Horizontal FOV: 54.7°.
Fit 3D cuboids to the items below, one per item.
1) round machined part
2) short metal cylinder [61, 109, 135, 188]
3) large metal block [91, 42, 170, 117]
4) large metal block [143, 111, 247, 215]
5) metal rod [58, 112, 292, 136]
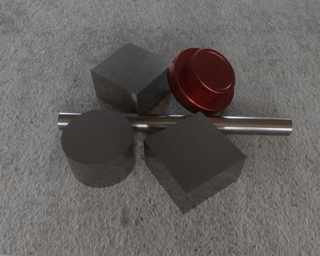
[{"bbox_3d":[0.063,-0.068,0.421,0.099,0.042,0.098,12,63,-25],"label":"round machined part"},{"bbox_3d":[-0.070,0.024,0.367,0.081,0.050,0.080,0,50,0],"label":"short metal cylinder"},{"bbox_3d":[-0.037,-0.068,0.443,0.080,0.050,0.080,30,56,22],"label":"large metal block"},{"bbox_3d":[0.037,0.038,0.357,0.081,0.050,0.080,-27,55,-21],"label":"large metal block"},{"bbox_3d":[0.019,-0.005,0.411,0.302,0.025,0.025,1,50,0],"label":"metal rod"}]
